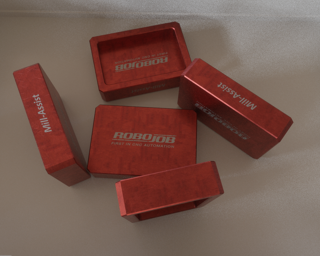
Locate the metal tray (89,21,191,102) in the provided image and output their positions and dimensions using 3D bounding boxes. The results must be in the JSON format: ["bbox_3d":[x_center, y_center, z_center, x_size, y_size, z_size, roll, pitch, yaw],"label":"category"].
[{"bbox_3d":[-0.026,-0.095,0.440,0.131,0.030,0.090,-12,71,-5],"label":"metal tray"}]

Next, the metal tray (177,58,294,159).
[{"bbox_3d":[0.084,-0.020,0.381,0.130,0.090,0.030,36,75,12],"label":"metal tray"}]

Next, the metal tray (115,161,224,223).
[{"bbox_3d":[0.008,0.072,0.325,0.091,0.130,0.030,-12,71,-5],"label":"metal tray"}]

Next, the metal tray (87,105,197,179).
[{"bbox_3d":[-0.020,0.020,0.396,0.131,0.030,0.090,3,70,1],"label":"metal tray"}]

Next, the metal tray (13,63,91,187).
[{"bbox_3d":[-0.127,-0.001,0.372,0.030,0.090,0.130,-23,72,-9],"label":"metal tray"}]
